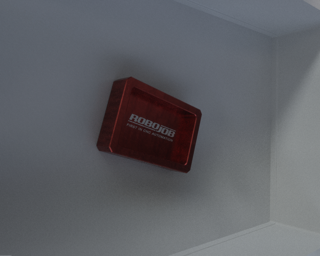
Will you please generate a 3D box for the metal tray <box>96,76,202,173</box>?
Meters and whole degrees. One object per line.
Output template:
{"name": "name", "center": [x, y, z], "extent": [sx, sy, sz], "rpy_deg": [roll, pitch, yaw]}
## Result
{"name": "metal tray", "center": [-0.008, 0.001, 0.395], "extent": [0.131, 0.030, 0.090], "rpy_deg": [21, 77, -38]}
